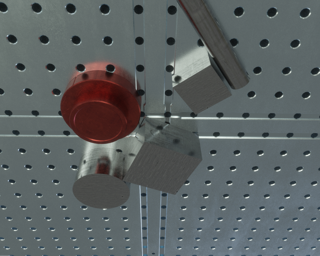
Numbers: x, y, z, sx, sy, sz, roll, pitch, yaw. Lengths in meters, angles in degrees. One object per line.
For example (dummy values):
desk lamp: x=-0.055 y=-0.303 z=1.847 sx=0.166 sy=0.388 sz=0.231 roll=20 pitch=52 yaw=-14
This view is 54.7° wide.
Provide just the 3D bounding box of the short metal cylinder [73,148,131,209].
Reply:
short metal cylinder: x=-0.083 y=0.075 z=0.458 sx=0.081 sy=0.050 sz=0.079 roll=0 pitch=130 yaw=0

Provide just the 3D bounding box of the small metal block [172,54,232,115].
small metal block: x=0.050 y=-0.051 z=0.369 sx=0.050 sy=0.025 sz=0.050 roll=-29 pitch=125 yaw=22

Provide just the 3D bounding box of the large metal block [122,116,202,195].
large metal block: x=0.001 y=0.040 z=0.430 sx=0.081 sy=0.050 sz=0.079 roll=19 pitch=128 yaw=-16

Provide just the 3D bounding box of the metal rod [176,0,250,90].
metal rod: x=0.011 y=-0.148 z=0.285 sx=0.025 sy=0.025 sz=0.300 roll=-28 pitch=125 yaw=21

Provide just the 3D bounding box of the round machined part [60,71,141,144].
round machined part: x=-0.074 y=-0.018 z=0.384 sx=0.099 sy=0.042 sz=0.097 roll=-1 pitch=130 yaw=0
